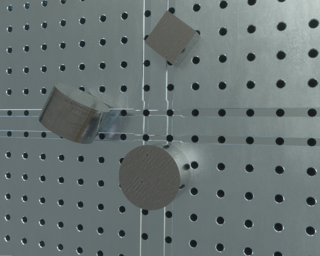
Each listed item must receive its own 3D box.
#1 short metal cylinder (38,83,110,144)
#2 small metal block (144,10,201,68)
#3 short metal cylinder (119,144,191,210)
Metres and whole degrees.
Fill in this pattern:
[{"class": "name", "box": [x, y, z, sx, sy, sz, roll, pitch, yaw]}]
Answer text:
[{"class": "short metal cylinder", "box": [-0.116, -0.020, 0.424, 0.080, 0.080, 0.050, 33, 101, 17]}, {"class": "small metal block", "box": [0.017, -0.116, 0.407, 0.050, 0.025, 0.050, 41, 103, 15]}, {"class": "short metal cylinder", "box": [-0.005, 0.060, 0.401, 0.080, 0.050, 0.079, 0, 90, 20]}]
